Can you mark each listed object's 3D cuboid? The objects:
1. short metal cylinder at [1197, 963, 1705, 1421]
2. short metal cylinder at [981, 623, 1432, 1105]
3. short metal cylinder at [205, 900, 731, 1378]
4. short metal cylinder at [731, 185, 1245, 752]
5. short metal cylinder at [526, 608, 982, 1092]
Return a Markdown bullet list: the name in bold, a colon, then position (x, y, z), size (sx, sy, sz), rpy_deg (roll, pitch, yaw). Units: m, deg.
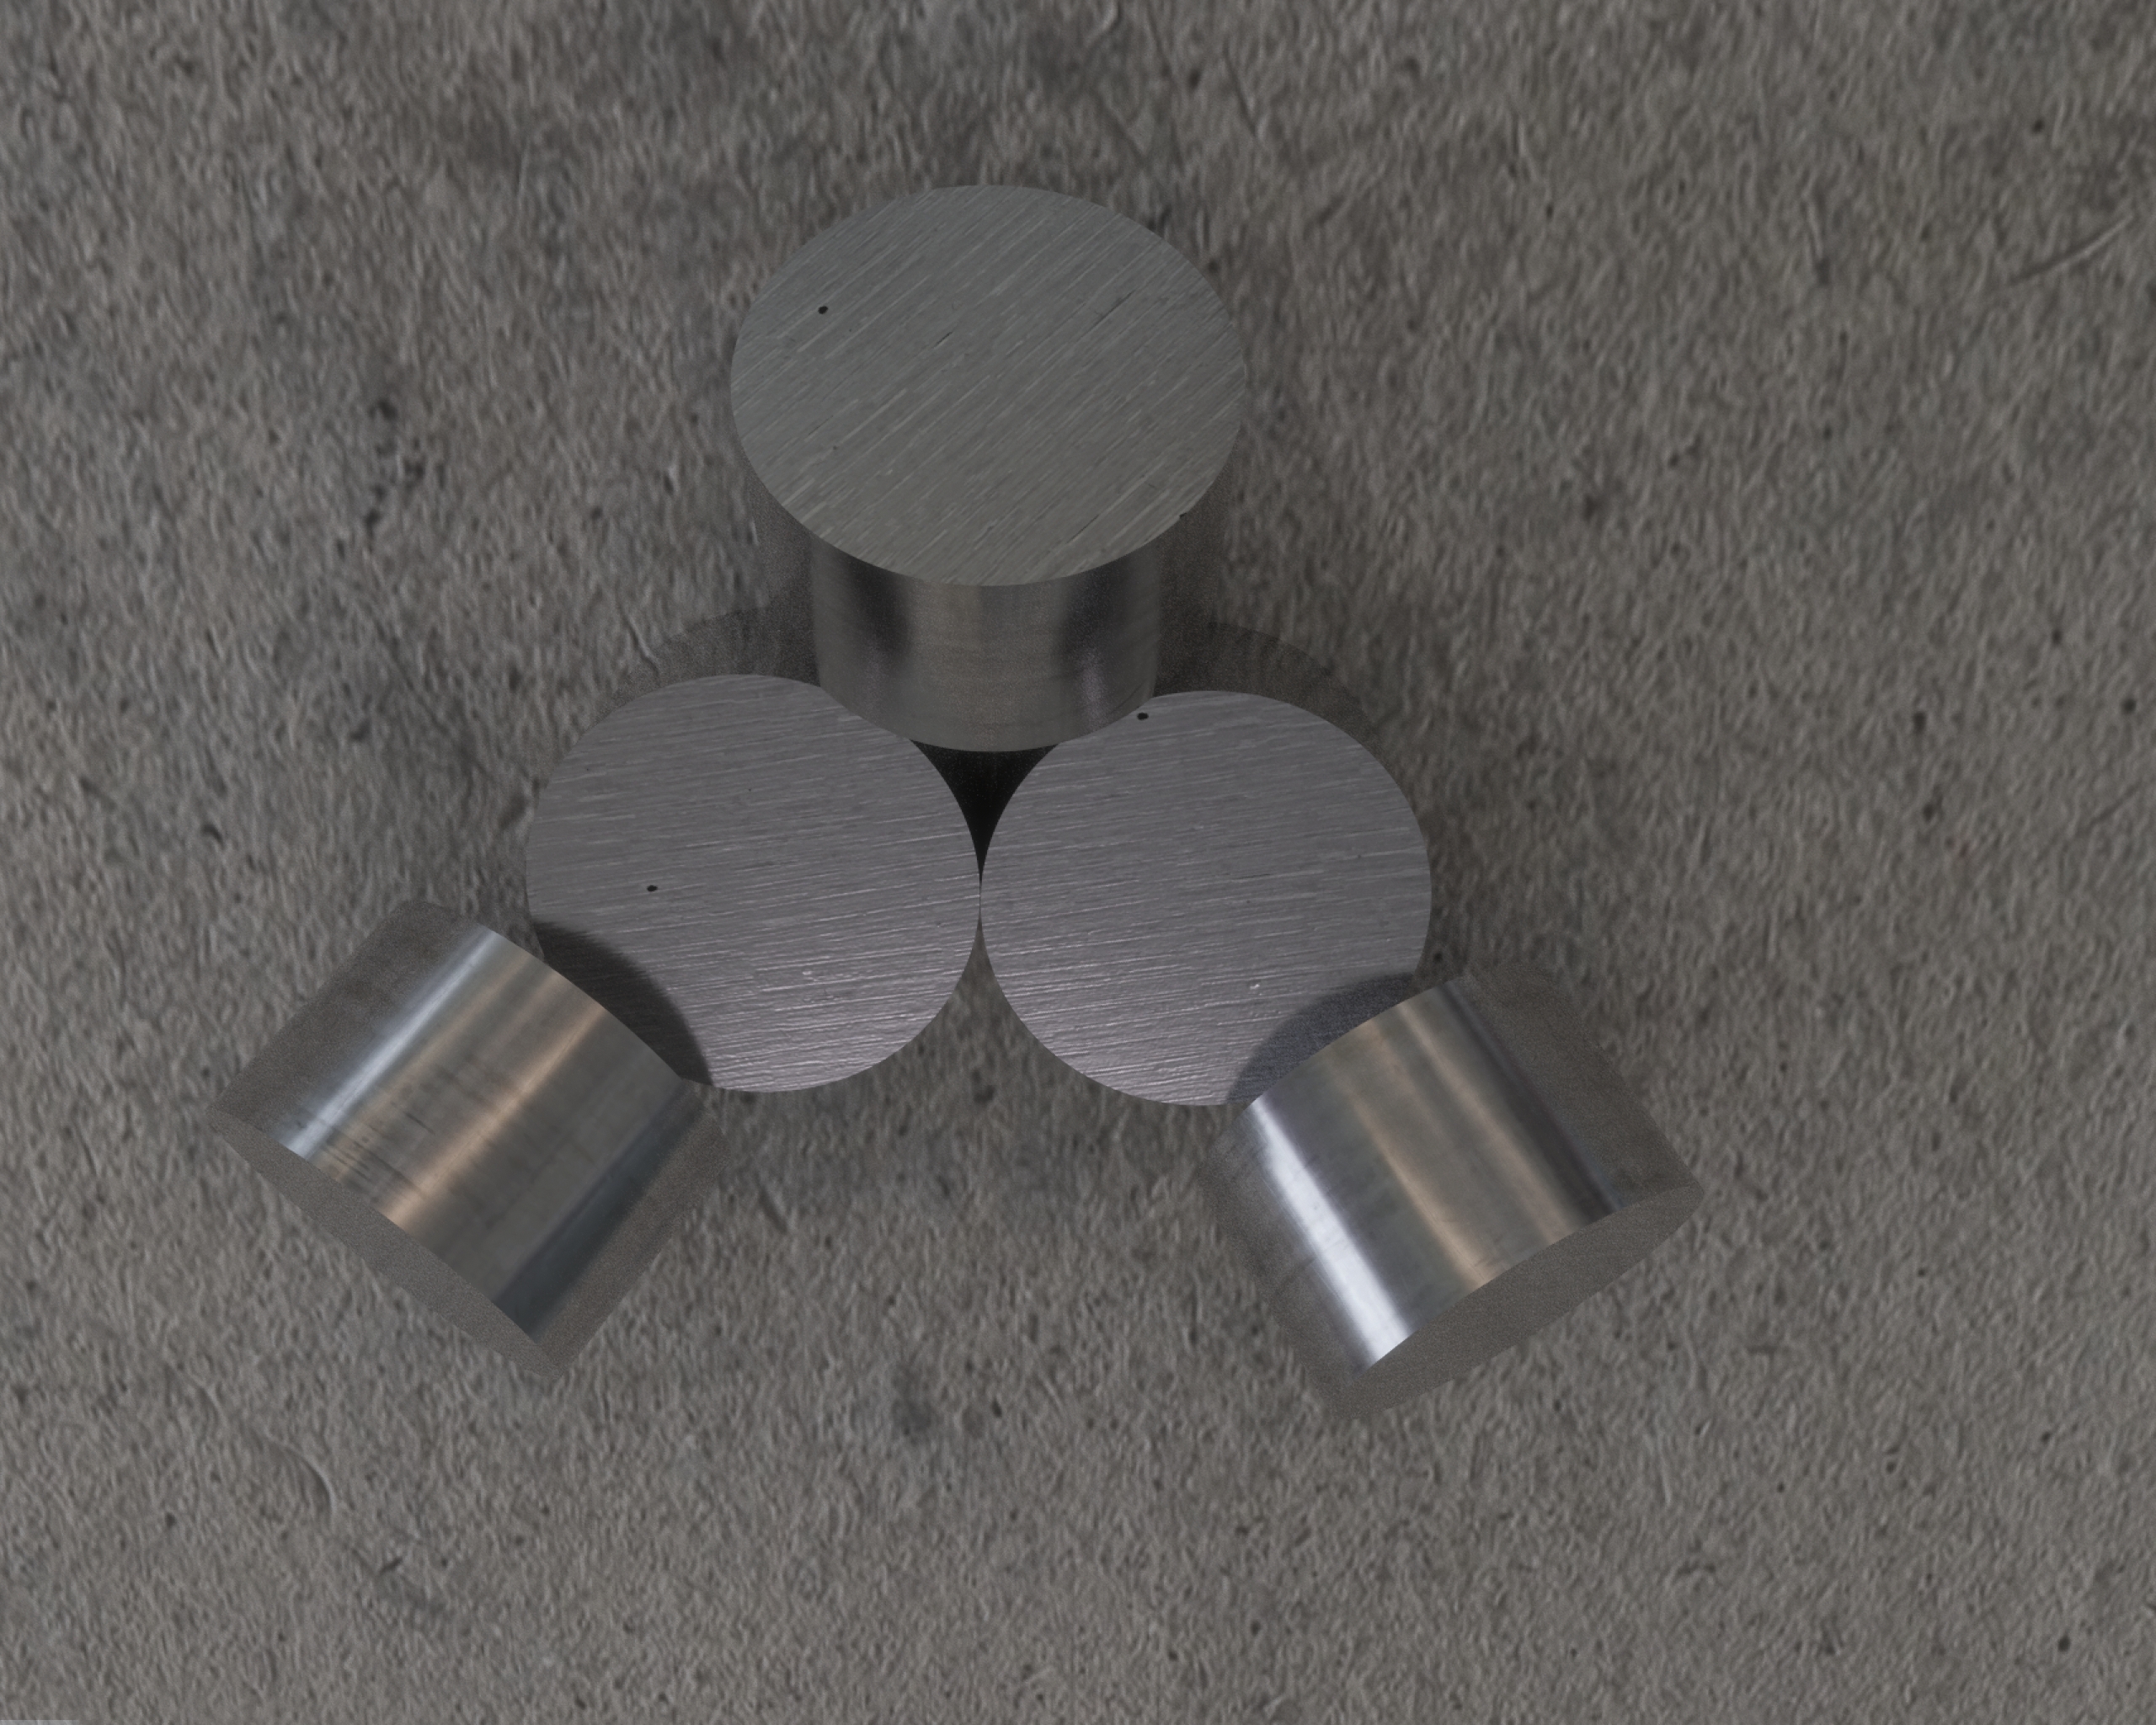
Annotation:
- **short metal cylinder**: position (0.070, 0.063, 0.397), size (0.080, 0.080, 0.050), rpy_deg (-37, 64, 12)
- **short metal cylinder**: position (0.023, -0.001, 0.396), size (0.081, 0.050, 0.079), rpy_deg (0, 110, 0)
- **short metal cylinder**: position (-0.113, 0.052, 0.391), size (0.080, 0.080, 0.050), rpy_deg (44, 64, -15)
- **short metal cylinder**: position (-0.014, -0.065, 0.349), size (0.081, 0.080, 0.050), rpy_deg (2, 153, -1)
- **short metal cylinder**: position (-0.058, -0.004, 0.394), size (0.081, 0.050, 0.079), rpy_deg (0, 110, 0)
